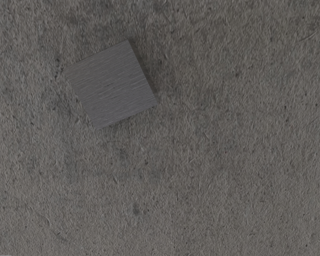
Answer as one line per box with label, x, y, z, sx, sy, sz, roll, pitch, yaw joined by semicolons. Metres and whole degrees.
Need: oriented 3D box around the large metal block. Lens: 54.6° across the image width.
large metal block;-0.055;-0.055;0.376;0.080;0.050;0.080;-23;109;8
